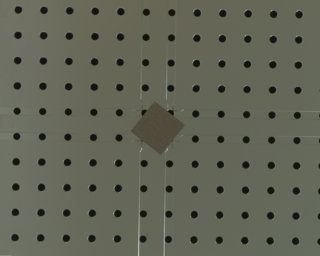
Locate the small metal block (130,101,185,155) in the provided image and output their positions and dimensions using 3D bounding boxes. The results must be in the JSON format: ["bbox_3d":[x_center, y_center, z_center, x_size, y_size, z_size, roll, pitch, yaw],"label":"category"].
[{"bbox_3d":[-0.003,0.000,0.413,0.050,0.025,0.050,38,90,-1],"label":"small metal block"}]
